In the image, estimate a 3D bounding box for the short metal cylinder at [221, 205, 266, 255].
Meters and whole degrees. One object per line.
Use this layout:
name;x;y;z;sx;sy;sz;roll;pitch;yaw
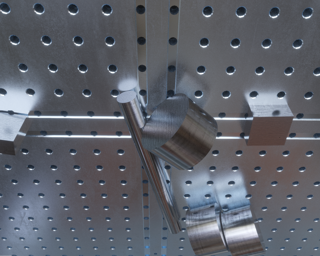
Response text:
short metal cylinder;0.142;0.177;0.527;0.050;0.080;0.080;-20;128;16

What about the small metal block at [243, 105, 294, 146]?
small metal block;0.142;-0.003;0.410;0.050;0.025;0.050;-1;130;0

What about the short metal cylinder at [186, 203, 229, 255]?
short metal cylinder;0.082;0.172;0.523;0.050;0.080;0.080;-19;128;15

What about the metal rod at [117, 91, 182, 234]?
metal rod;-0.007;0.072;0.472;0.025;0.025;0.299;-10;130;8

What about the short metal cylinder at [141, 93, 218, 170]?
short metal cylinder;0.023;0.004;0.379;0.050;0.080;0.080;36;121;-27

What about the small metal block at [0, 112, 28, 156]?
small metal block;-0.204;0.006;0.398;0.050;0.050;0.025;8;130;-7
